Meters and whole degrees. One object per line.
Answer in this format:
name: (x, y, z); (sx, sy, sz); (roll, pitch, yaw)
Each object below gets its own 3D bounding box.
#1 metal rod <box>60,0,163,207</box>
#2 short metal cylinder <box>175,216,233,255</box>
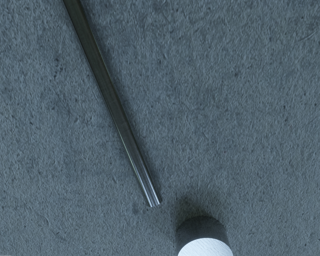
metal rod: (-0.056, -0.026, 0.399); (0.025, 0.025, 0.298); (-18, 109, 6)
short metal cylinder: (0.064, 0.180, 0.464); (0.081, 0.050, 0.079); (0, 110, 0)
